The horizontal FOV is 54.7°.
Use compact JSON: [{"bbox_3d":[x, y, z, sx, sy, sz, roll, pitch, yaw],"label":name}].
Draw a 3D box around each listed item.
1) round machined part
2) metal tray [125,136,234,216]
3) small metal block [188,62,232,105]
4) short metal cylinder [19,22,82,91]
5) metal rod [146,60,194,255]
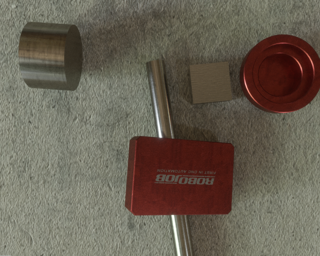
[{"bbox_3d":[0.153,-0.068,0.404,0.099,0.042,0.097,0,90,-1],"label":"round machined part"},{"bbox_3d":[0.027,0.059,0.384,0.131,0.030,0.089,5,85,-20],"label":"metal tray"},{"bbox_3d":[0.065,-0.059,0.411,0.050,0.025,0.050,-6,90,-1],"label":"small metal block"},{"bbox_3d":[-0.131,-0.087,0.381,0.050,0.080,0.079,4,90,0],"label":"short metal cylinder"},{"bbox_3d":[0.016,0.060,0.410,0.025,0.025,0.298,-9,90,0],"label":"metal rod"}]
